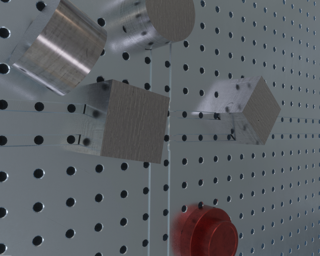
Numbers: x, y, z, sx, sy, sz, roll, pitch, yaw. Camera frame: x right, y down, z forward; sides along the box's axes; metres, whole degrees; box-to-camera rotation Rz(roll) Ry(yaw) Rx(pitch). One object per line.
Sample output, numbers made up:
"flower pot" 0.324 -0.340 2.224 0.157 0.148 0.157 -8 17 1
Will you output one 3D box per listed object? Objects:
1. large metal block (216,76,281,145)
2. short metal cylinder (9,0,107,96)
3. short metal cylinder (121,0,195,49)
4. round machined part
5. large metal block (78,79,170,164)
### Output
"large metal block" 0.150 -0.028 0.518 0.080 0.050 0.080 48 61 -29
"short metal cylinder" -0.096 -0.077 0.293 0.050 0.080 0.080 35 68 -35
"short metal cylinder" -0.002 -0.144 0.391 0.081 0.050 0.080 0 90 -40
"round machined part" 0.080 0.170 0.466 0.099 0.042 0.097 0 90 -40
"large metal block" -0.040 -0.004 0.359 0.081 0.050 0.080 13 82 -39
